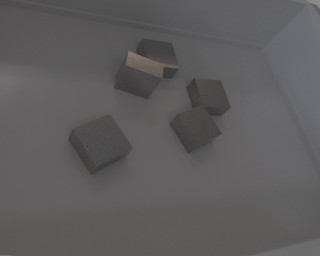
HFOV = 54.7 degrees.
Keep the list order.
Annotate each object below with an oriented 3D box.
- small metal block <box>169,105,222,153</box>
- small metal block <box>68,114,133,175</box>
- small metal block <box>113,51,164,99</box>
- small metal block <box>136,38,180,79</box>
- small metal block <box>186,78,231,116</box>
[{"bbox_3d":[0.050,0.001,0.432,0.050,0.025,0.050,-22,74,-36],"label":"small metal block"},{"bbox_3d":[-0.068,0.018,0.358,0.050,0.025,0.050,-27,76,-37],"label":"small metal block"},{"bbox_3d":[-0.029,-0.069,0.416,0.050,0.050,0.025,17,55,-18],"label":"small metal block"},{"bbox_3d":[-0.004,-0.104,0.467,0.050,0.025,0.050,1,62,-28],"label":"small metal block"},{"bbox_3d":[0.074,-0.047,0.474,0.050,0.025,0.050,0,62,-28],"label":"small metal block"}]
